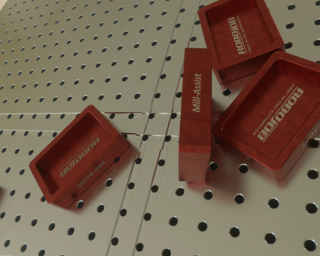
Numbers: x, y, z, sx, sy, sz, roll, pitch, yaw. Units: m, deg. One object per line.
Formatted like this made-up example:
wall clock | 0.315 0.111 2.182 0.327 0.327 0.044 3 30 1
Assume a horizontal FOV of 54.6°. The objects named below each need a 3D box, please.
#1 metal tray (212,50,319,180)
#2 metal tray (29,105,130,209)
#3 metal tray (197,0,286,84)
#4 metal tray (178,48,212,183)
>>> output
metal tray | 0.132 -0.019 0.347 0.090 0.030 0.130 35 81 38
metal tray | -0.117 0.038 0.444 0.130 0.030 0.090 -45 51 -3
metal tray | 0.108 -0.132 0.429 0.090 0.030 0.130 -18 54 17
metal tray | 0.040 -0.014 0.352 0.030 0.090 0.130 3 61 5
